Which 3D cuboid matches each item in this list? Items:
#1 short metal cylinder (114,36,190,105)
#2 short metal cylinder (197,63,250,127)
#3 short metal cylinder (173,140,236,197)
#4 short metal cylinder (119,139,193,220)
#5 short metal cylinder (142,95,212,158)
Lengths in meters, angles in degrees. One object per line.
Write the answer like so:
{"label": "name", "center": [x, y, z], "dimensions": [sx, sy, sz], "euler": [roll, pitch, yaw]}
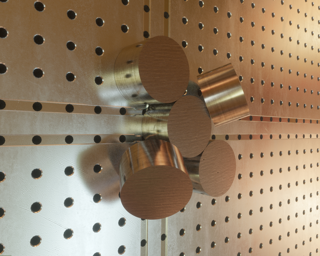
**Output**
{"label": "short metal cylinder", "center": [-0.009, -0.069, 0.386], "dimensions": [0.081, 0.050, 0.079], "euler": [0, 90, -40]}
{"label": "short metal cylinder", "center": [0.091, -0.047, 0.445], "dimensions": [0.080, 0.050, 0.080], "euler": [-21, 90, -78]}
{"label": "short metal cylinder", "center": [0.065, 0.056, 0.450], "dimensions": [0.081, 0.050, 0.079], "euler": [0, 90, -40]}
{"label": "short metal cylinder", "center": [-0.007, 0.060, 0.362], "dimensions": [0.081, 0.050, 0.079], "euler": [-5, 121, -7]}
{"label": "short metal cylinder", "center": [0.023, -0.002, 0.414], "dimensions": [0.081, 0.050, 0.079], "euler": [0, 90, -40]}
